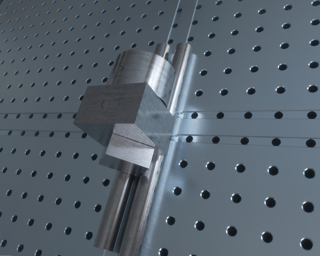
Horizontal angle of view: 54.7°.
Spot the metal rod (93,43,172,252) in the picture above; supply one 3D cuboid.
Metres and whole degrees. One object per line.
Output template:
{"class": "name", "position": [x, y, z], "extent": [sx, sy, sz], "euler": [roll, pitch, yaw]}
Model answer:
{"class": "metal rod", "position": [-0.029, 0.008, 0.419], "extent": [0.025, 0.025, 0.300], "euler": [1, 62, 28]}

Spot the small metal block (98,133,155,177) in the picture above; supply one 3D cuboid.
{"class": "small metal block", "position": [-0.040, 0.033, 0.362], "extent": [0.050, 0.050, 0.025], "euler": [20, 65, -12]}

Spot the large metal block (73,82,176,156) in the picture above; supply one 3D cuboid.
{"class": "large metal block", "position": [-0.038, -0.008, 0.365], "extent": [0.080, 0.080, 0.050], "euler": [0, 62, 28]}

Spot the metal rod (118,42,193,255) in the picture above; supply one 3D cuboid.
{"class": "metal rod", "position": [0.001, 0.012, 0.400], "extent": [0.025, 0.025, 0.300], "euler": [1, 62, 28]}

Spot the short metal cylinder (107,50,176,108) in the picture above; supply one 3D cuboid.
{"class": "short metal cylinder", "position": [-0.024, -0.052, 0.389], "extent": [0.080, 0.080, 0.050], "euler": [1, 62, 28]}
